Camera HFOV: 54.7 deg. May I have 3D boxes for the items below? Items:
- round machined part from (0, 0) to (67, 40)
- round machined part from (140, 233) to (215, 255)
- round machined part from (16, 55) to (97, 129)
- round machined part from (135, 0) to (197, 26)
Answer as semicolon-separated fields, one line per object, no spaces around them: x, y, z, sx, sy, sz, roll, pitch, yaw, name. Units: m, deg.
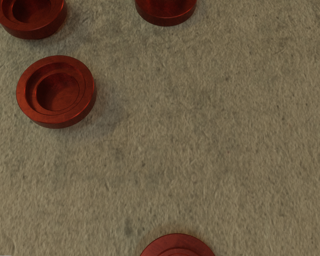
-0.187;-0.172;0.460;0.099;0.042;0.098;0;70;-1;round machined part
0.020;0.167;0.338;0.099;0.042;0.098;0;70;-1;round machined part
-0.134;-0.044;0.414;0.099;0.042;0.098;0;70;-1;round machined part
0.009;-0.210;0.476;0.099;0.042;0.098;0;70;-1;round machined part
